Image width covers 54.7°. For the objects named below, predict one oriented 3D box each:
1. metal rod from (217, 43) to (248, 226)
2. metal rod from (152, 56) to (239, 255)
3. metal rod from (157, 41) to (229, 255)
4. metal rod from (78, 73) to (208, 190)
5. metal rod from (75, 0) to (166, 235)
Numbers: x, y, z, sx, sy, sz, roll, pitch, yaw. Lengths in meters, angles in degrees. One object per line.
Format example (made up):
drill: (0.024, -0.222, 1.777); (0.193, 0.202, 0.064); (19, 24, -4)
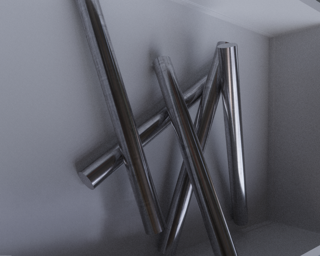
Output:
metal rod: (0.112, 0.026, 0.461); (0.025, 0.025, 0.298); (-32, 123, -36)
metal rod: (0.044, 0.047, 0.368); (0.025, 0.025, 0.299); (-2, 67, -40)
metal rod: (0.051, 0.024, 0.430); (0.025, 0.025, 0.299); (21, 84, -39)
metal rod: (0.016, -0.022, 0.422); (0.302, 0.025, 0.025); (-39, 115, -33)
metal rod: (-0.046, -0.026, 0.344); (0.025, 0.025, 0.298); (-20, 95, -39)
